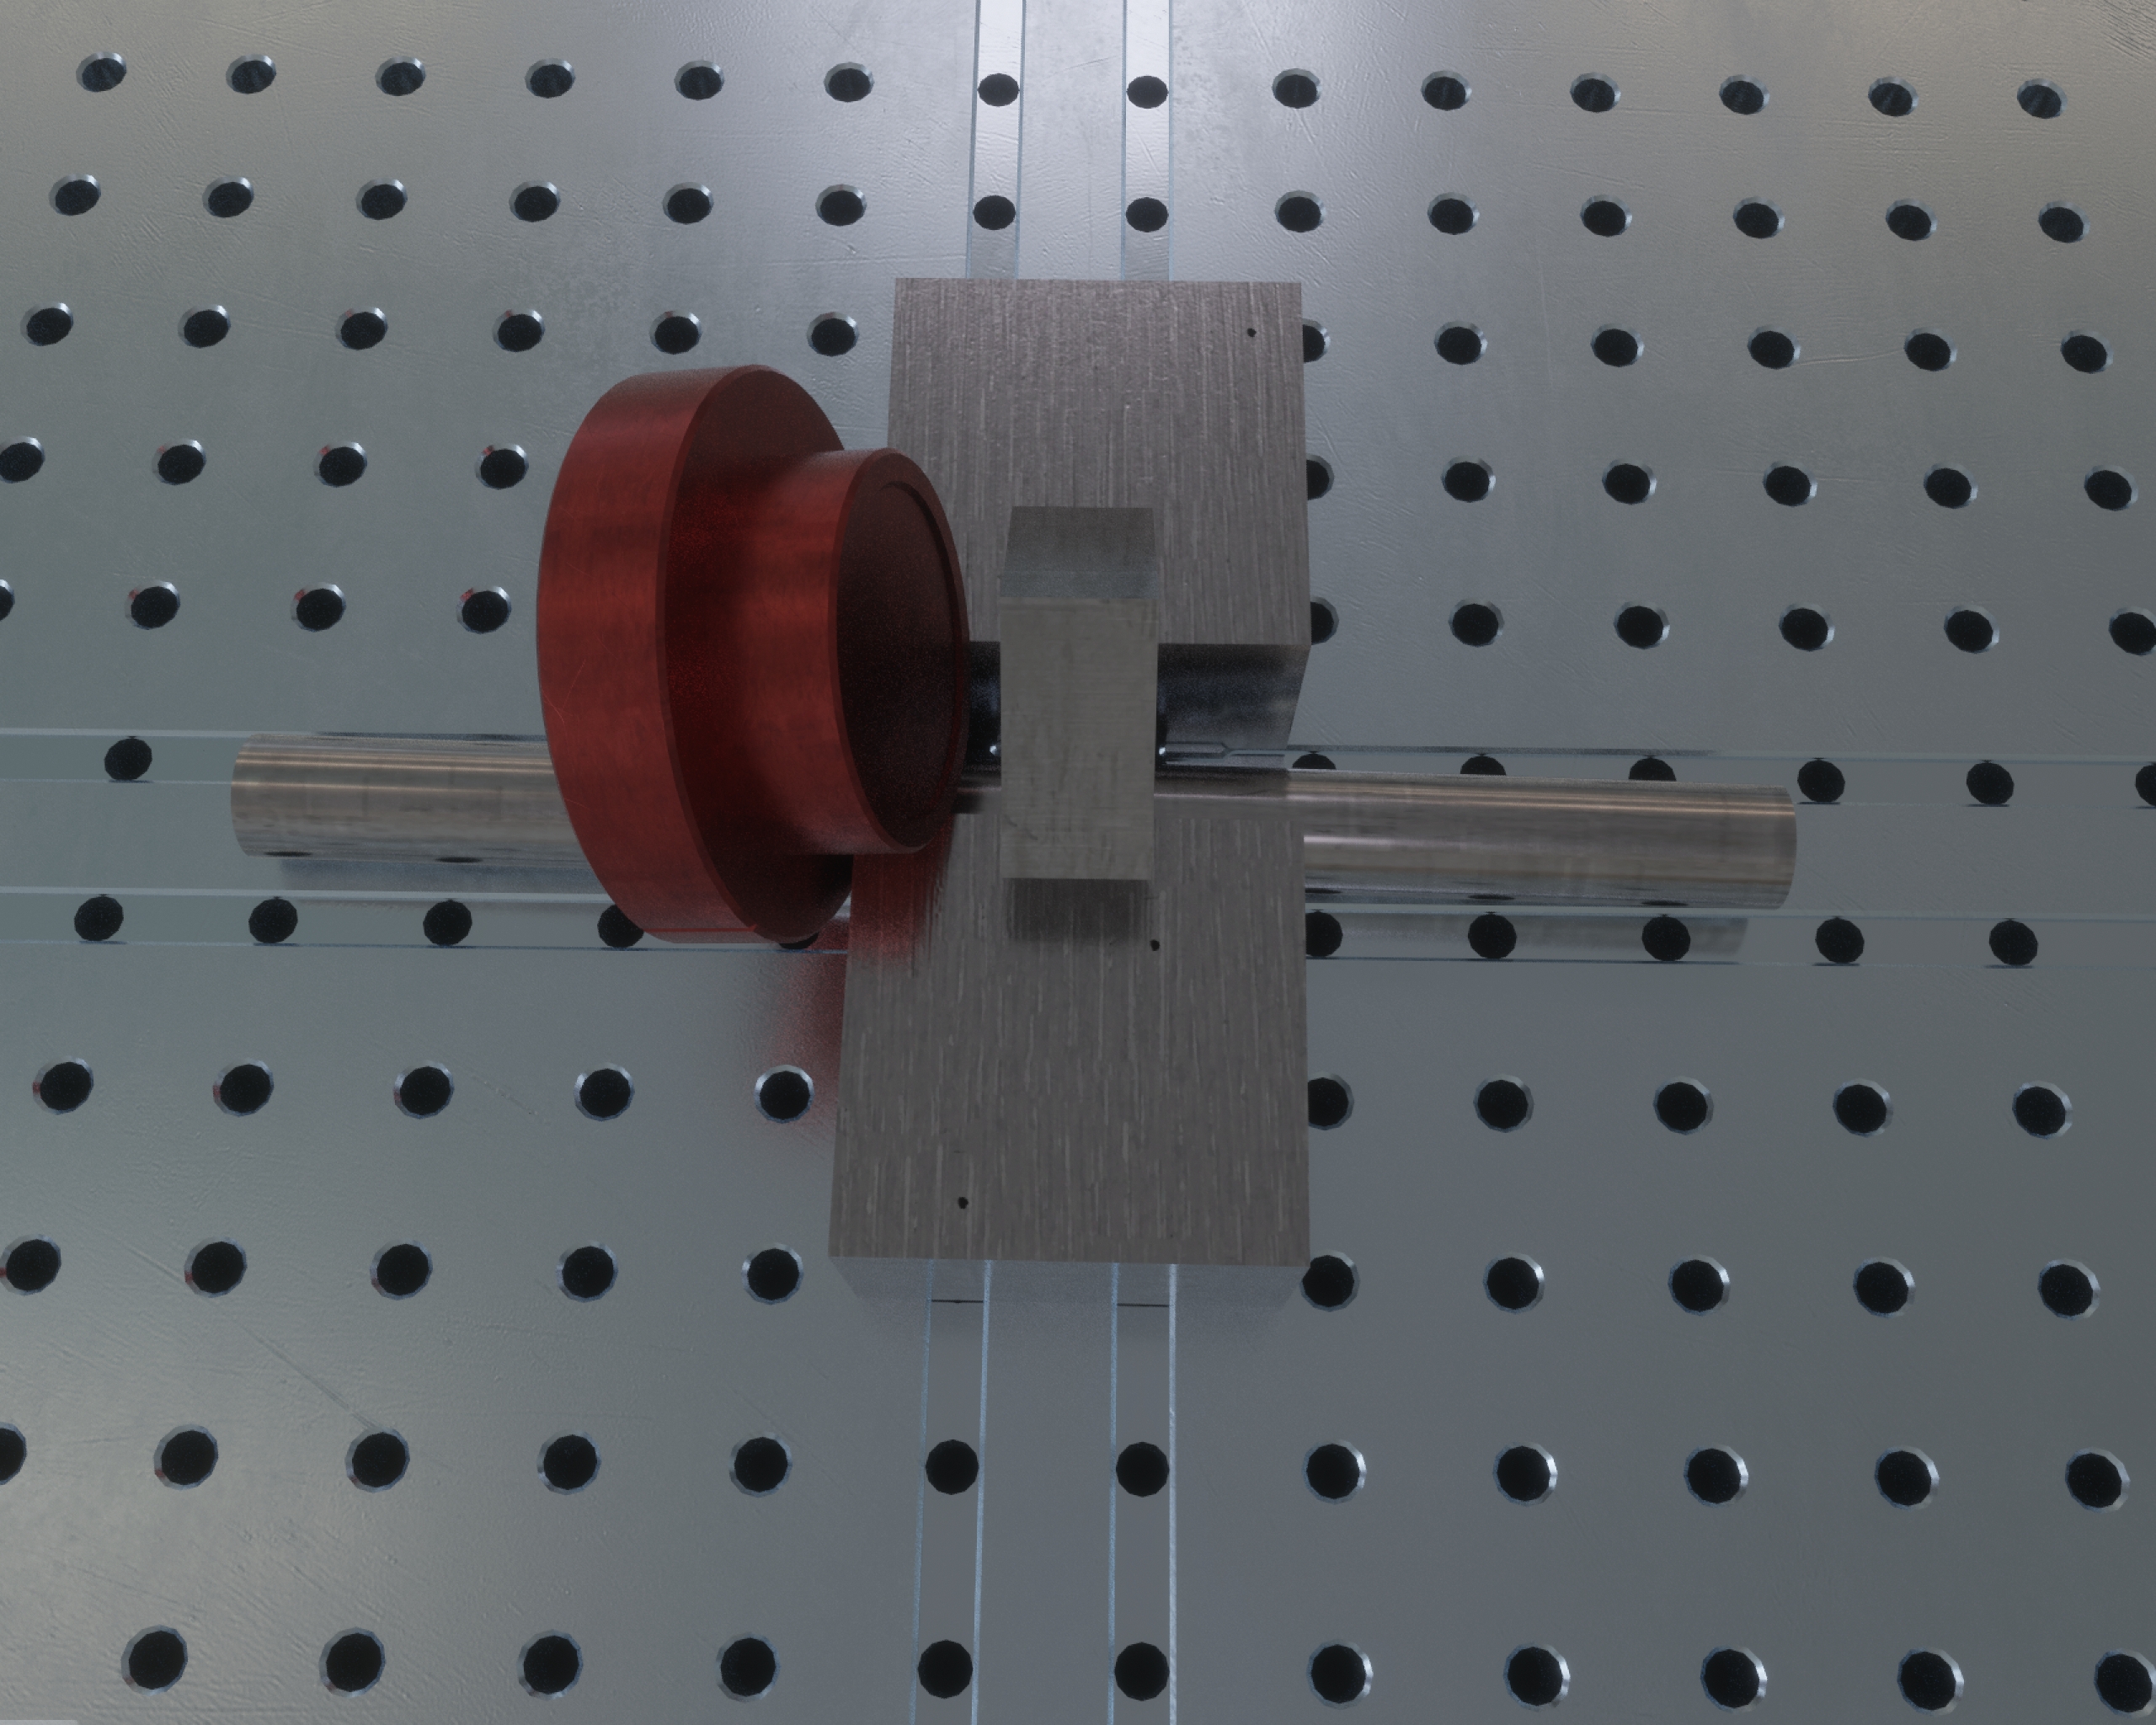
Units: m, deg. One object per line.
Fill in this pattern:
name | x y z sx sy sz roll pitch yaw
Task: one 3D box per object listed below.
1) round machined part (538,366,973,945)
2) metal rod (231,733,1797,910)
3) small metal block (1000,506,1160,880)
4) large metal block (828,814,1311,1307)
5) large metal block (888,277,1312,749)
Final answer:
round machined part | -0.048 -0.035 0.355 0.042 0.098 0.098 -1 69 15
metal rod | -0.012 -0.008 0.414 0.302 0.025 0.025 2 70 0
small metal block | 0.000 -0.031 0.363 0.025 0.050 0.050 1 26 0
large metal block | 0.000 0.037 0.385 0.081 0.050 0.080 1 70 0
large metal block | 0.004 -0.070 0.424 0.081 0.050 0.080 1 70 0
